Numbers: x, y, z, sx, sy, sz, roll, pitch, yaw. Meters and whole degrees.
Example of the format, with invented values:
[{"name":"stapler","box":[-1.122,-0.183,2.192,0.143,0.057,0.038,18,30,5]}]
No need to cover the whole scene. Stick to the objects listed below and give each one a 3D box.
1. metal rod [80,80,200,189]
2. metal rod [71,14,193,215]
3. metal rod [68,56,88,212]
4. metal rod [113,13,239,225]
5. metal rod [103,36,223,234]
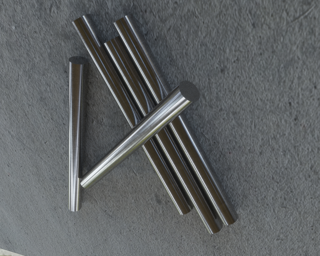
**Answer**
[{"name":"metal rod","box":[-0.047,0.027,0.419,0.025,0.025,0.299,46,138,-4]},{"name":"metal rod","box":[-0.029,-0.006,0.418,0.025,0.025,0.299,-16,110,34]},{"name":"metal rod","box":[-0.133,0.029,0.494,0.025,0.025,0.298,23,127,14]},{"name":"metal rod","box":[0.028,0.001,0.392,0.025,0.025,0.299,-18,109,35]},{"name":"metal rod","box":[0.012,0.020,0.412,0.025,0.025,0.299,-17,110,35]}]
